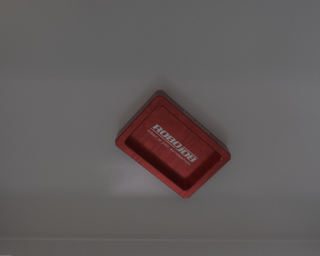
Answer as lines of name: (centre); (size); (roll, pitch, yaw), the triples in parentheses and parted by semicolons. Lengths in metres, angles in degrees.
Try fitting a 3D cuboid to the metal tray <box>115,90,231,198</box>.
metal tray: (0.018, 0.024, 0.417); (0.130, 0.030, 0.090); (40, 105, -14)
